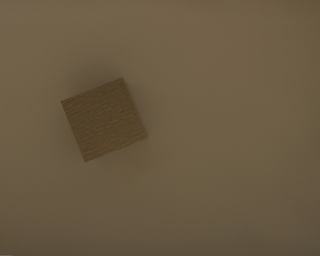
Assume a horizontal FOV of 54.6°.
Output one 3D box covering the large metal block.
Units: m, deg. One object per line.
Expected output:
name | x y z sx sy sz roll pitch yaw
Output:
large metal block | -0.068 -0.010 0.398 0.080 0.050 0.080 -22 90 0
